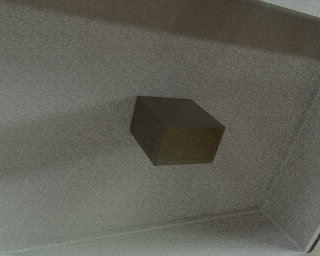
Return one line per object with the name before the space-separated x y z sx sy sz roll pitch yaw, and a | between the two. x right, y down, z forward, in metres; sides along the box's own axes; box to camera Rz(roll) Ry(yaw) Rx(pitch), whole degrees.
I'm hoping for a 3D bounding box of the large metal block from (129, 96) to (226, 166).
large metal block | 0.018 0.001 0.380 0.081 0.080 0.050 1 118 -29
